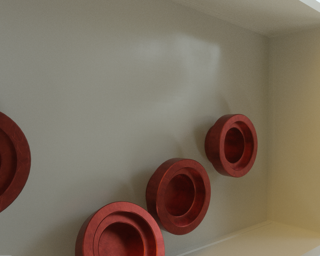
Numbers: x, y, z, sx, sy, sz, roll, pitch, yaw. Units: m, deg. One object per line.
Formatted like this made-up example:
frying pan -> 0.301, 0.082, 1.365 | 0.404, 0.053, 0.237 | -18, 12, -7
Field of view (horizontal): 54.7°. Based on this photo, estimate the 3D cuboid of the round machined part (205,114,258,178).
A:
round machined part -> 0.109, 0.027, 0.489 | 0.099, 0.042, 0.097 | 0, 90, -40

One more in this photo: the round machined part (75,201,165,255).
round machined part -> -0.047, 0.135, 0.342 | 0.099, 0.042, 0.098 | 21, 51, -28

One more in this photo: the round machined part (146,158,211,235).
round machined part -> 0.020, 0.089, 0.415 | 0.099, 0.042, 0.097 | 0, 90, -40

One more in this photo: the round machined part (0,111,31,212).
round machined part -> -0.165, 0.028, 0.258 | 0.099, 0.042, 0.097 | 0, 90, -40
